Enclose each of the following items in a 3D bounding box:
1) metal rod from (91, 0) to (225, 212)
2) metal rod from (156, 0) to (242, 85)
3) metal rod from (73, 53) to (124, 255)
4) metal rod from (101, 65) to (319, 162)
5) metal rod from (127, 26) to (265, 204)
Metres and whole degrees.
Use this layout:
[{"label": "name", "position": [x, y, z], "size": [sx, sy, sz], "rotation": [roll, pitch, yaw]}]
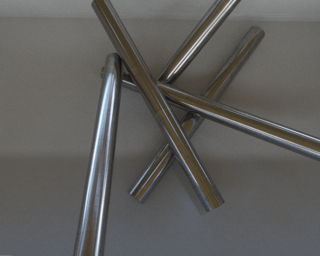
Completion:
[{"label": "metal rod", "position": [-0.007, -0.037, 0.386], "size": [0.025, 0.025, 0.299], "rotation": [-28, 81, -10]}, {"label": "metal rod", "position": [0.092, -0.167, 0.383], "size": [0.025, 0.025, 0.299], "rotation": [45, 111, 14]}, {"label": "metal rod", "position": [-0.059, 0.025, 0.318], "size": [0.025, 0.025, 0.300], "rotation": [0, 51, 0]}, {"label": "metal rod", "position": [0.055, -0.026, 0.390], "size": [0.301, 0.025, 0.025], "rotation": [22, 71, 19]}, {"label": "metal rod", "position": [0.057, -0.029, 0.420], "size": [0.025, 0.025, 0.300], "rotation": [34, 73, 11]}]
